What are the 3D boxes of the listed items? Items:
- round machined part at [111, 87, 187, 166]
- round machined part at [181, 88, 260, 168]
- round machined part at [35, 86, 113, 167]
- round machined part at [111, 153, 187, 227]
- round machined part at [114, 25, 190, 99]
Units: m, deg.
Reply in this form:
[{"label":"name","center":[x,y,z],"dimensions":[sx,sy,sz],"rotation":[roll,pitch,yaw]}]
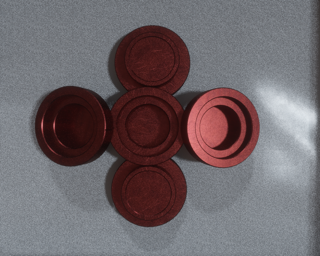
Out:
[{"label":"round machined part","center":[-0.016,-0.002,0.400],"dimensions":[0.099,0.042,0.097],"rotation":[0,90,0]},{"label":"round machined part","center":[0.072,0.000,0.393],"dimensions":[0.099,0.042,0.097],"rotation":[0,90,-17]},{"label":"round machined part","center":[-0.103,-0.002,0.392],"dimensions":[0.098,0.042,0.097],"rotation":[0,90,17]},{"label":"round machined part","center":[-0.014,0.080,0.401],"dimensions":[0.099,0.042,0.097],"rotation":[0,90,0]},{"label":"round machined part","center":[-0.010,-0.085,0.401],"dimensions":[0.099,0.042,0.097],"rotation":[0,90,0]}]
